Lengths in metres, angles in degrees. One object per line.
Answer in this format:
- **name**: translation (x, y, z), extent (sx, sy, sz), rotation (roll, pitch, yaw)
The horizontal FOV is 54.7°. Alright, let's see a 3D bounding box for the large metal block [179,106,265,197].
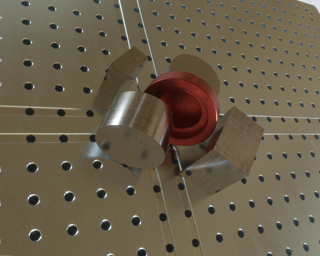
- **large metal block**: translation (0.080, 0.031, 0.399), extent (0.050, 0.080, 0.080), rotation (37, 51, -4)

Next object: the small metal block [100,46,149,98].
- **small metal block**: translation (-0.048, -0.074, 0.413), extent (0.025, 0.050, 0.050), rotation (41, 51, -1)

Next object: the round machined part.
- **round machined part**: translation (0.027, -0.028, 0.395), extent (0.098, 0.097, 0.042), rotation (36, 39, -5)

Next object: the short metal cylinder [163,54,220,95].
- **short metal cylinder**: translation (0.040, -0.060, 0.451), extent (0.081, 0.050, 0.080), rotation (14, 56, -21)

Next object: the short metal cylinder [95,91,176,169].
- **short metal cylinder**: translation (-0.027, 0.004, 0.357), extent (0.080, 0.080, 0.050), rotation (28, 52, -12)
